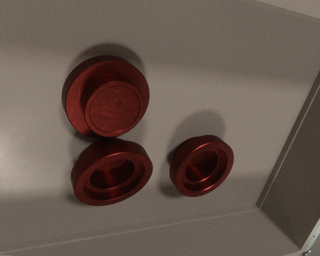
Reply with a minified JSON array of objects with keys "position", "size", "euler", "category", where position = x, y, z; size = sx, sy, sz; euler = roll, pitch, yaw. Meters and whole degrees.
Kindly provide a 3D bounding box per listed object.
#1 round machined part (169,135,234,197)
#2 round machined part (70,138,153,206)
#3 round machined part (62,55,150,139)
[{"position":[0.058,0.052,0.463],"size":[0.099,0.042,0.097],"euler":[-14,125,-21],"category":"round machined part"},{"position":[-0.062,0.050,0.388],"size":[0.099,0.042,0.097],"euler":[-17,138,-16],"category":"round machined part"},{"position":[-0.057,-0.029,0.350],"size":[0.099,0.042,0.097],"euler":[-14,124,-21],"category":"round machined part"}]
